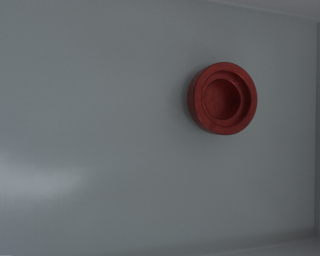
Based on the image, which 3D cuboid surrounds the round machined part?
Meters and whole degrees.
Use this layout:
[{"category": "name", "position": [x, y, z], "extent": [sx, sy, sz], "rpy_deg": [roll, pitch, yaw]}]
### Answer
[{"category": "round machined part", "position": [0.082, -0.039, 0.431], "extent": [0.099, 0.042, 0.097], "rpy_deg": [0, 90, -20]}]
